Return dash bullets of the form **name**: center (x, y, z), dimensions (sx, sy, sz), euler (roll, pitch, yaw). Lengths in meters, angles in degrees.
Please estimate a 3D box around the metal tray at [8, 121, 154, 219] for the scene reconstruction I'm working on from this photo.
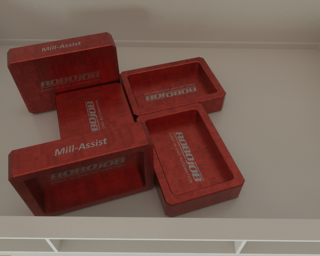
- **metal tray**: center (-0.073, 0.046, 0.320), dimensions (0.131, 0.089, 0.030), euler (-13, 52, -12)

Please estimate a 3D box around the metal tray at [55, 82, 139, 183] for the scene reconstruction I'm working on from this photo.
- **metal tray**: center (-0.079, 0.002, 0.396), dimensions (0.091, 0.030, 0.130), euler (-13, 51, -12)

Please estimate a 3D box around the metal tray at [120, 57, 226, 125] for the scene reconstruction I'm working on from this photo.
- **metal tray**: center (0.016, -0.053, 0.445), dimensions (0.131, 0.030, 0.090), euler (-13, 51, -12)

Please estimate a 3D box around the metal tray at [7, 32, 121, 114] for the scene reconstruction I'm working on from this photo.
- **metal tray**: center (-0.122, -0.073, 0.418), dimensions (0.131, 0.089, 0.030), euler (-14, 52, -12)

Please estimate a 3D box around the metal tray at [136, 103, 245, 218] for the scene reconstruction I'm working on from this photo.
- **metal tray**: center (0.031, 0.032, 0.373), dimensions (0.091, 0.030, 0.130), euler (-13, 51, -12)
